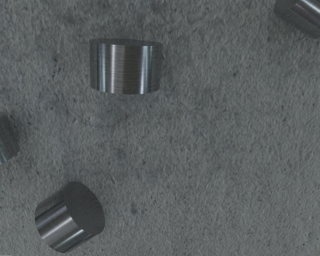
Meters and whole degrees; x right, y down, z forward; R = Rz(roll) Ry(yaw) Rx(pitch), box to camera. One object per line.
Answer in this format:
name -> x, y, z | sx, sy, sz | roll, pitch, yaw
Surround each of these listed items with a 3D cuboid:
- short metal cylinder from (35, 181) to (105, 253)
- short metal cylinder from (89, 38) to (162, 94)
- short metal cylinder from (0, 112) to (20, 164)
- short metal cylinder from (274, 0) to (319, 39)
short metal cylinder -> -0.121, 0.121, 0.423 | 0.050, 0.080, 0.080 | -35, 107, 11
short metal cylinder -> -0.039, -0.073, 0.353 | 0.081, 0.080, 0.050 | 3, 110, -2
short metal cylinder -> -0.225, 0.018, 0.384 | 0.080, 0.080, 0.050 | -13, 110, 4
short metal cylinder -> 0.170, -0.143, 0.330 | 0.050, 0.080, 0.080 | 29, 107, -11
